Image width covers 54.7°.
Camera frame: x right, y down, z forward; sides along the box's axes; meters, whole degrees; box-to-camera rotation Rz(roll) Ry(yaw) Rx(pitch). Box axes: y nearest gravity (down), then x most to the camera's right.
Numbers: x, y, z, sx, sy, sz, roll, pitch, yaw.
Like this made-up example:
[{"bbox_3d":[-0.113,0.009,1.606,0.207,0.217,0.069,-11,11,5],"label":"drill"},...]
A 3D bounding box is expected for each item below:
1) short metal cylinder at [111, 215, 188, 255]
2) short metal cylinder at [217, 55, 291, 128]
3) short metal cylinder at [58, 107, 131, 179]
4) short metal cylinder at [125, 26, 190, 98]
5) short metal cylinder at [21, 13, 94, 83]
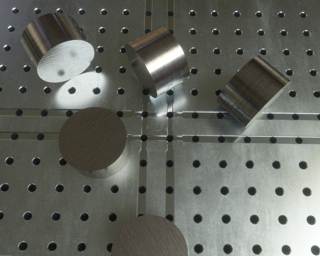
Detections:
[{"bbox_3d":[-0.011,0.140,0.347,0.081,0.050,0.080,0,70,0],"label":"short metal cylinder"},{"bbox_3d":[0.120,-0.046,0.400,0.080,0.080,0.050,-42,75,-14],"label":"short metal cylinder"},{"bbox_3d":[-0.080,0.020,0.390,0.081,0.050,0.080,0,70,0],"label":"short metal cylinder"},{"bbox_3d":[-0.004,-0.087,0.414,0.050,0.080,0.080,-31,73,-11],"label":"short metal cylinder"},{"bbox_3d":[-0.138,-0.107,0.421,0.080,0.080,0.050,-31,73,-11],"label":"short metal cylinder"}]
